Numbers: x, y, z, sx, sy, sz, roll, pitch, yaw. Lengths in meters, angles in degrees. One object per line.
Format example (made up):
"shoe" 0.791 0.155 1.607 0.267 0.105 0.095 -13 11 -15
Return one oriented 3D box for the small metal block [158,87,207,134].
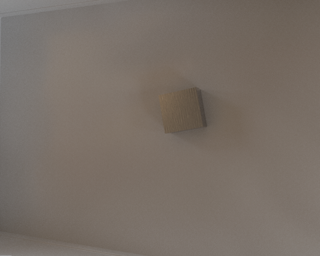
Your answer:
"small metal block" 0.030 -0.022 0.400 0.050 0.025 0.050 -11 86 19
